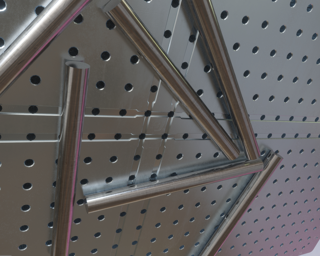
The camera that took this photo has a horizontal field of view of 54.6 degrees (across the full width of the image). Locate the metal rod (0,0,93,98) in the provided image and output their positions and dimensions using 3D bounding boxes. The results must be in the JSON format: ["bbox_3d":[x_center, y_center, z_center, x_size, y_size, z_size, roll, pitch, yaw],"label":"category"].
[{"bbox_3d":[-0.118,-0.084,0.294,0.300,0.025,0.025,-45,129,3],"label":"metal rod"}]

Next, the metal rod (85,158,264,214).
[{"bbox_3d":[0.037,0.084,0.481,0.302,0.025,0.025,-8,122,-24],"label":"metal rod"}]

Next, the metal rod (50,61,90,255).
[{"bbox_3d":[-0.116,0.065,0.387,0.025,0.025,0.298,-1,119,-28],"label":"metal rod"}]

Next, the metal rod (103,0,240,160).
[{"bbox_3d":[0.035,-0.041,0.403,0.025,0.025,0.300,-43,129,2],"label":"metal rod"}]

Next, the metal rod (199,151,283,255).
[{"bbox_3d":[0.139,0.173,0.592,0.025,0.025,0.299,18,109,-35],"label":"metal rod"}]

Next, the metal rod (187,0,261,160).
[{"bbox_3d":[0.096,-0.056,0.428,0.025,0.025,0.300,-35,129,-5],"label":"metal rod"}]
